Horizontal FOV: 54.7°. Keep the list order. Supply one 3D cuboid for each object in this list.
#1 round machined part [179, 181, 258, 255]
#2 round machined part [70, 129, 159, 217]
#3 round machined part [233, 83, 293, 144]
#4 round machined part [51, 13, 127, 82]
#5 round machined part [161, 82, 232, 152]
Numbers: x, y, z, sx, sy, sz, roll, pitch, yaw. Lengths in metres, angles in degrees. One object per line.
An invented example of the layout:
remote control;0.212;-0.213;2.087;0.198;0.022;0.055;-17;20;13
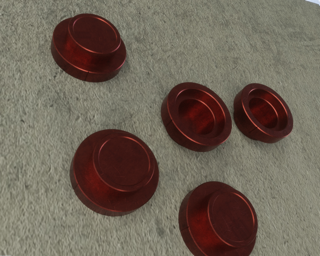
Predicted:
round machined part;0.075;0.109;0.366;0.099;0.042;0.098;14;56;-21
round machined part;-0.045;0.044;0.342;0.099;0.042;0.098;14;56;-21
round machined part;0.156;-0.019;0.488;0.099;0.042;0.098;14;56;-21
round machined part;-0.091;-0.113;0.412;0.099;0.042;0.098;14;56;-21
round machined part;0.045;-0.011;0.424;0.099;0.042;0.098;14;56;-21
